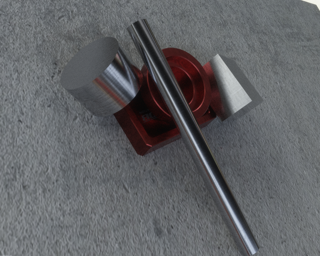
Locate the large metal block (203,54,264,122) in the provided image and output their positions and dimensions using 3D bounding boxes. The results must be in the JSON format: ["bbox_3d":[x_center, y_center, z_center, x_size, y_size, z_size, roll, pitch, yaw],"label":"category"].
[{"bbox_3d":[0.102,-0.058,0.460,0.080,0.050,0.080,58,27,13],"label":"large metal block"}]

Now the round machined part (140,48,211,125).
[{"bbox_3d":[0.016,-0.051,0.404,0.099,0.042,0.098,10,72,-31],"label":"round machined part"}]

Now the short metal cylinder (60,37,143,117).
[{"bbox_3d":[-0.068,-0.060,0.363,0.050,0.080,0.080,50,39,-42],"label":"short metal cylinder"}]

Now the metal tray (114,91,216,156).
[{"bbox_3d":[0.006,-0.027,0.423,0.131,0.030,0.090,-23,74,-36],"label":"metal tray"}]

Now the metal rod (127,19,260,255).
[{"bbox_3d":[0.041,0.015,0.364,0.025,0.025,0.299,-31,96,-38],"label":"metal rod"}]
